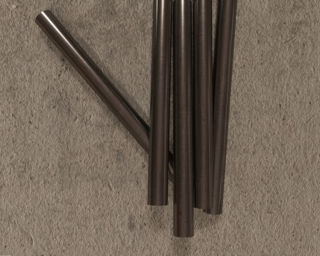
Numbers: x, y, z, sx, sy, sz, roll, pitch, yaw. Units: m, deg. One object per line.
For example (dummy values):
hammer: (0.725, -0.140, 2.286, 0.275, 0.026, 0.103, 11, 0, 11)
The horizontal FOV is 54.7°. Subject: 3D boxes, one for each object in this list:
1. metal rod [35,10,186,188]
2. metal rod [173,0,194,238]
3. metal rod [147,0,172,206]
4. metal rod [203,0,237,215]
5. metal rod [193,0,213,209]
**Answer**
metal rod: (-0.056, -0.032, 0.409, 0.025, 0.025, 0.300, -40, 91, 0)
metal rod: (0.029, -0.018, 0.393, 0.025, 0.025, 0.298, 0, 83, -1)
metal rod: (0.001, -0.055, 0.393, 0.025, 0.025, 0.298, 2, 83, -1)
metal rod: (0.080, -0.037, 0.411, 0.025, 0.025, 0.298, 4, 90, -1)
metal rod: (0.055, -0.049, 0.400, 0.025, 0.025, 0.298, 0, 86, -1)
